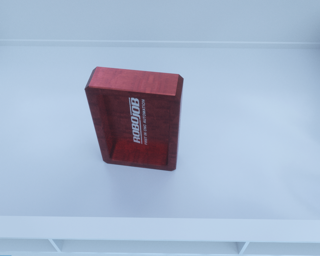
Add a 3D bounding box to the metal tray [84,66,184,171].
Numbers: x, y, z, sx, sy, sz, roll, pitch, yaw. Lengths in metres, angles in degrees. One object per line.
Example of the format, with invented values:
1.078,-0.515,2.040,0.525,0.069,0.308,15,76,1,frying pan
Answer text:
-0.024,-0.004,0.340,0.090,0.129,0.030,6,51,5,metal tray
